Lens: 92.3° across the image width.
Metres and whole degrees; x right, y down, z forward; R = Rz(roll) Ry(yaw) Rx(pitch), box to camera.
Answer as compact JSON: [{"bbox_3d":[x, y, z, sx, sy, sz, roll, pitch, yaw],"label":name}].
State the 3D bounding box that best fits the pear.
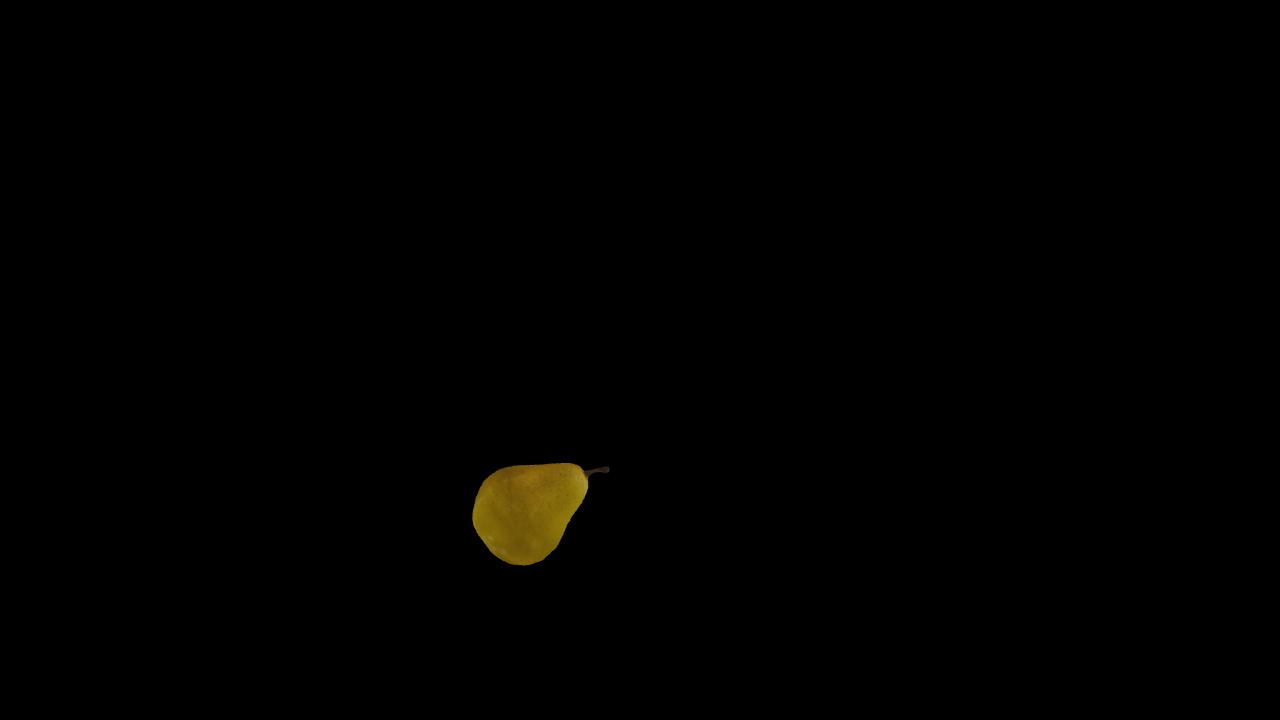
[{"bbox_3d":[-0.080,0.110,0.500,0.111,0.080,0.080,-42,1,-1],"label":"pear"}]
